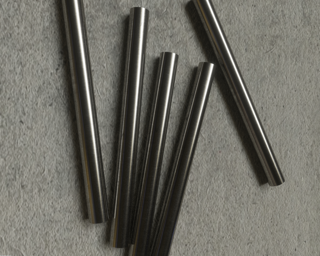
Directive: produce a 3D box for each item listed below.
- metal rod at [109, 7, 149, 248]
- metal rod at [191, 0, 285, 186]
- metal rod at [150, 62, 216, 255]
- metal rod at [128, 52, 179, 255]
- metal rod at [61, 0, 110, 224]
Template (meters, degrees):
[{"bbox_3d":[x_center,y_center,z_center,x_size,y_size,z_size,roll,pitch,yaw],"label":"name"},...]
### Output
[{"bbox_3d":[-0.039,-0.002,0.394,0.025,0.025,0.298,5,88,-20],"label":"metal rod"},{"bbox_3d":[0.116,-0.051,0.451,0.025,0.025,0.299,-28,99,-18],"label":"metal rod"},{"bbox_3d":[0.029,0.056,0.419,0.025,0.025,0.299,17,84,-19],"label":"metal rod"},{"bbox_3d":[-0.010,0.050,0.405,0.025,0.025,0.298,10,87,-20],"label":"metal rod"},{"bbox_3d":[-0.091,-0.035,0.375,0.025,0.025,0.298,-7,93,-20],"label":"metal rod"}]
